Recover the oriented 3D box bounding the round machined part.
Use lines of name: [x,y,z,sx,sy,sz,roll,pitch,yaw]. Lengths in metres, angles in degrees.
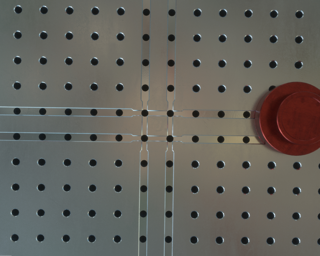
round machined part: [0.180,-0.012,0.406,0.099,0.042,0.097,0,90,0]
